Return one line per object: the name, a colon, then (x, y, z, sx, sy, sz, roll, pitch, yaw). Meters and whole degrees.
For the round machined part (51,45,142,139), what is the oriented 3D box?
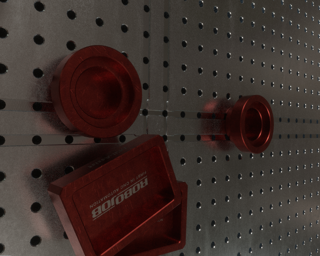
round machined part: (-0.071, -0.038, 0.340, 0.099, 0.042, 0.097, 0, 90, -40)

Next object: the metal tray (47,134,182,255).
metal tray: (-0.040, 0.071, 0.333, 0.131, 0.030, 0.089, -28, 108, -37)

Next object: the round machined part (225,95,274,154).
round machined part: (0.149, -0.006, 0.526, 0.099, 0.042, 0.097, 0, 90, -40)

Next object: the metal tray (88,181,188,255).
metal tray: (-0.023, 0.115, 0.388, 0.131, 0.030, 0.089, 4, 88, -40)
